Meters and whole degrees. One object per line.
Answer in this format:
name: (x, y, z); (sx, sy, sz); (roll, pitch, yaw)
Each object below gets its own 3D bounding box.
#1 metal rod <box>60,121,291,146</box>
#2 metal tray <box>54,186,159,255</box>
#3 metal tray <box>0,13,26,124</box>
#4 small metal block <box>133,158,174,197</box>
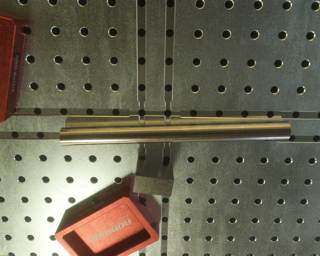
metal rod: (0.020, 0.007, 0.416); (0.302, 0.025, 0.025); (-2, 110, 0)
metal tray: (-0.078, 0.155, 0.466); (0.130, 0.030, 0.090); (-30, 108, 10)
metal tray: (-0.223, -0.079, 0.378); (0.091, 0.030, 0.129); (15, 109, -6)
small metal block: (-0.009, 0.067, 0.425); (0.050, 0.050, 0.025); (8, 110, -3)
